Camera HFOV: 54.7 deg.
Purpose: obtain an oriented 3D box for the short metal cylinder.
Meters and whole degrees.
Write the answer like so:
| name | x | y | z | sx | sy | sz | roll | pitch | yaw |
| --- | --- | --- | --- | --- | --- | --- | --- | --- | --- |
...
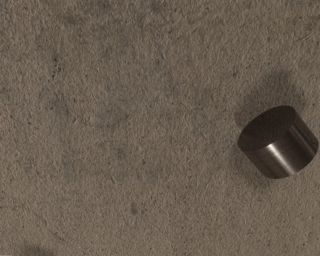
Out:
| name | x | y | z | sx | sy | sz | roll | pitch | yaw |
| --- | --- | --- | --- | --- | --- | --- | --- | --- | --- |
| short metal cylinder | 0.147 | 0.017 | 0.389 | 0.080 | 0.080 | 0.050 | -39 | 106 | 13 |
